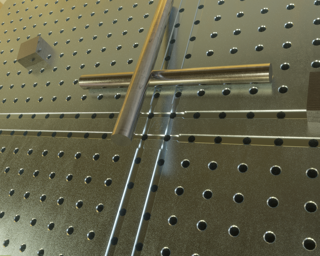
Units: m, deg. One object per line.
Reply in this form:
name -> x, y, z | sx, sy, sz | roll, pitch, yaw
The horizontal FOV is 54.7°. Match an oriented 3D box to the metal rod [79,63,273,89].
metal rod -> 0.004, -0.072, 0.450 | 0.300, 0.025, 0.025 | 2, 63, 29

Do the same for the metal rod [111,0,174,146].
metal rod -> -0.017, -0.104, 0.451 | 0.025, 0.025, 0.300 | -6, 50, 25

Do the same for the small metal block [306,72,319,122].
small metal block -> 0.187, -0.033, 0.331 | 0.050, 0.025, 0.050 | 3, 63, 29

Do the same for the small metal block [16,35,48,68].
small metal block -> -0.266, -0.159, 0.646 | 0.050, 0.025, 0.050 | -16, 55, 19
